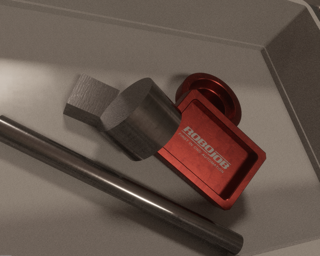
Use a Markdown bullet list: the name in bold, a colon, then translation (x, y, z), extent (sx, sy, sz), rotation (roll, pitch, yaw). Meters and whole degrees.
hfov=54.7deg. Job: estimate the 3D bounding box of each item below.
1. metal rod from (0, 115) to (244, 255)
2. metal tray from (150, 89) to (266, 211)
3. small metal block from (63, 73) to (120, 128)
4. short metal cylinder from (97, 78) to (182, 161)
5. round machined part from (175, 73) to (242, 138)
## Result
- **metal rod**: translation (-0.038, 0.069, 0.344), extent (0.301, 0.025, 0.025), rotation (29, 52, -10)
- **metal tray**: translation (0.057, 0.027, 0.385), extent (0.130, 0.030, 0.090), rotation (41, 77, -9)
- **small metal block**: translation (-0.084, -0.032, 0.381), extent (0.050, 0.025, 0.050), rotation (24, 53, -13)
- **short metal cylinder**: translation (-0.023, -0.010, 0.344), extent (0.050, 0.080, 0.080), rotation (46, 47, -25)
- **round machined part**: translation (0.066, -0.028, 0.449), extent (0.099, 0.042, 0.098), rotation (14, 56, -21)
